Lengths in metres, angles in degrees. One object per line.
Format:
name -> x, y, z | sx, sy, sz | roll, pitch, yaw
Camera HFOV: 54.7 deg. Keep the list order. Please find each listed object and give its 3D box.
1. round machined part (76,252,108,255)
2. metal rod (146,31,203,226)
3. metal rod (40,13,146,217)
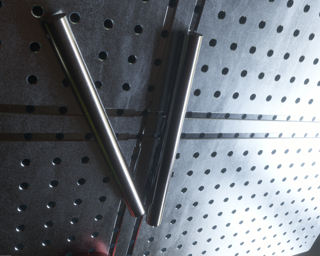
round machined part -> -0.117, 0.248, 0.491 | 0.099, 0.042, 0.097 | -14, 125, -21
metal rod -> 0.014, 0.019, 0.432 | 0.025, 0.025, 0.298 | -4, 121, -27
metal rod -> -0.067, 0.011, 0.382 | 0.025, 0.025, 0.298 | -26, 128, -13
